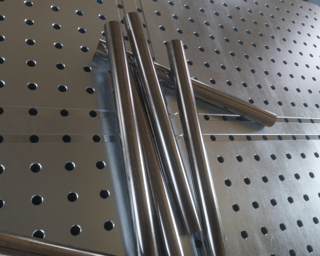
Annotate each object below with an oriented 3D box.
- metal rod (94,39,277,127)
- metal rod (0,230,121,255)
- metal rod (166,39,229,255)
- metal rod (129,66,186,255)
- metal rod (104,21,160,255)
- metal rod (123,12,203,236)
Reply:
[{"bbox_3d":[0.049,-0.062,0.471,0.302,0.025,0.025,20,54,-16],"label":"metal rod"},{"bbox_3d":[-0.085,0.116,0.273,0.302,0.025,0.025,17,55,-11],"label":"metal rod"},{"bbox_3d":[0.044,0.016,0.402,0.025,0.025,0.299,2,67,-27],"label":"metal rod"},{"bbox_3d":[-0.009,0.053,0.370,0.025,0.025,0.299,-1,62,-29],"label":"metal rod"},{"bbox_3d":[-0.038,0.001,0.369,0.025,0.025,0.299,1,67,-28],"label":"metal rod"},{"bbox_3d":[-0.001,-0.018,0.397,0.025,0.025,0.299,-6,71,-31],"label":"metal rod"}]
